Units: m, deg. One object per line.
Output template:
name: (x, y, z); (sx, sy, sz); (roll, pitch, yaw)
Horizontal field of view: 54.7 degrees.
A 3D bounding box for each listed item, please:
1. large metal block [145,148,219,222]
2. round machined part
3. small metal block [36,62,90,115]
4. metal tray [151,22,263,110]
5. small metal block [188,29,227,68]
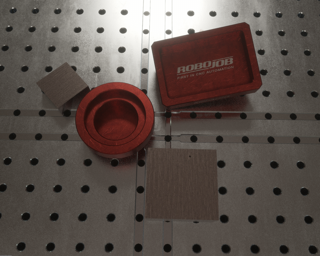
large metal block: (0.025, 0.070, 0.373); (0.081, 0.050, 0.080); (2, 70, 0)
round machined part: (-0.056, -0.007, 0.405); (0.099, 0.042, 0.098); (0, 70, -1)
small metal block: (-0.132, -0.055, 0.430); (0.050, 0.025, 0.050); (-40, 75, -14)
metal tray: (0.061, -0.082, 0.417); (0.131, 0.030, 0.089); (-11, 85, 5)
small metal block: (0.072, -0.110, 0.453); (0.050, 0.025, 0.050); (22, 71, 7)
